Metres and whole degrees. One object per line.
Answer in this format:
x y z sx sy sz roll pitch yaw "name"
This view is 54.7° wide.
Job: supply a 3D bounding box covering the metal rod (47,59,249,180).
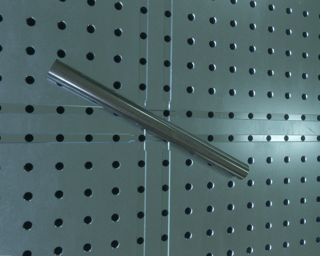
-0.002 -0.003 0.413 0.301 0.025 0.025 28 81 -18 "metal rod"
